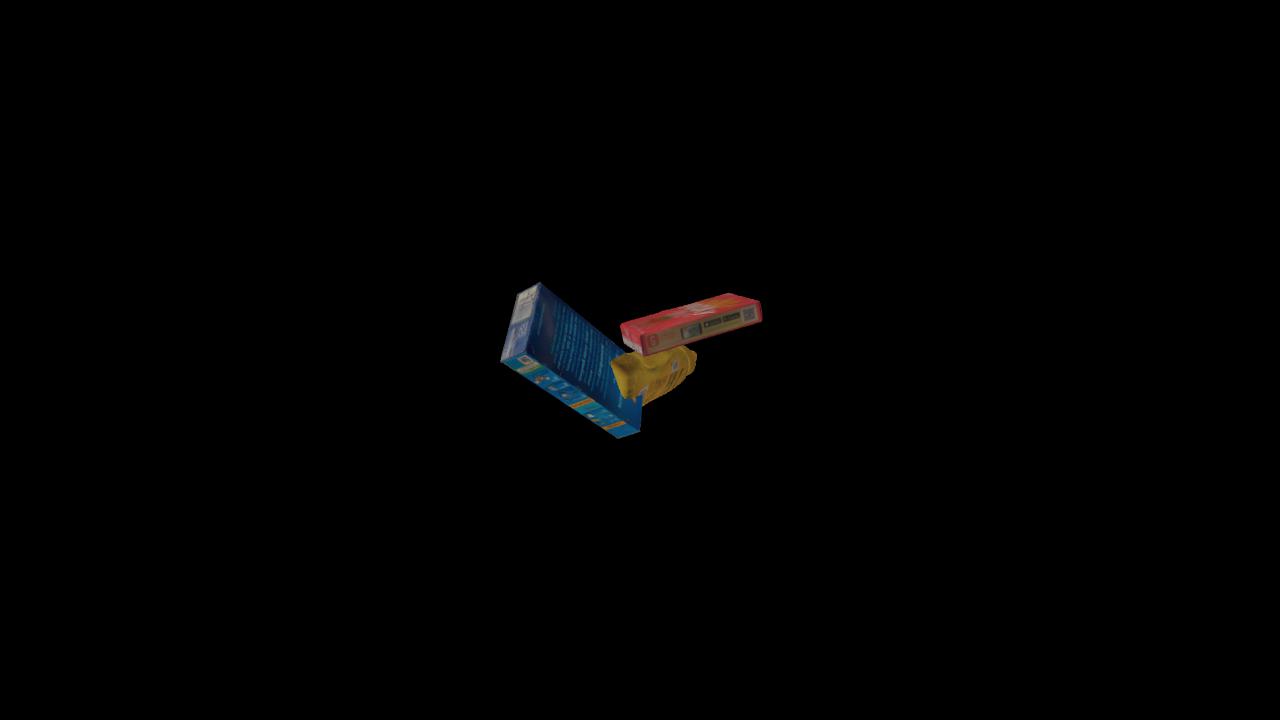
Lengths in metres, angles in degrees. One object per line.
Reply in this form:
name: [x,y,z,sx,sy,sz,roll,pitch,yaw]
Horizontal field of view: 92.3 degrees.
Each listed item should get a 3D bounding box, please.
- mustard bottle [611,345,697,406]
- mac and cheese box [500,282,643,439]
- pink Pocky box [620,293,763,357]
mustard bottle: [0.015,0.018,0.769,0.054,0.092,0.184,37,35,25]
mac and cheese box: [-0.065,0.005,0.670,0.041,0.093,0.184,-21,-43,30]
pink Pocky box: [0.060,-0.045,0.742,0.155,0.029,0.084,-17,17,-13]
